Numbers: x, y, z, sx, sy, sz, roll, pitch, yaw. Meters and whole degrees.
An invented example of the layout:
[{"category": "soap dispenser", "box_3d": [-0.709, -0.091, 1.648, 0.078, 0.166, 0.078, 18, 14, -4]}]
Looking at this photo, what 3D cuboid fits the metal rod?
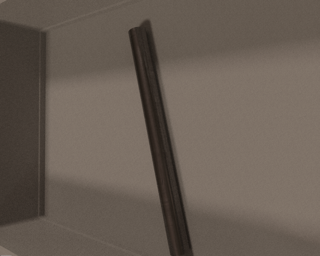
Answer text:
[{"category": "metal rod", "box_3d": [-0.003, 0.010, 0.407, 0.025, 0.025, 0.298, -18, 79, 38]}]
